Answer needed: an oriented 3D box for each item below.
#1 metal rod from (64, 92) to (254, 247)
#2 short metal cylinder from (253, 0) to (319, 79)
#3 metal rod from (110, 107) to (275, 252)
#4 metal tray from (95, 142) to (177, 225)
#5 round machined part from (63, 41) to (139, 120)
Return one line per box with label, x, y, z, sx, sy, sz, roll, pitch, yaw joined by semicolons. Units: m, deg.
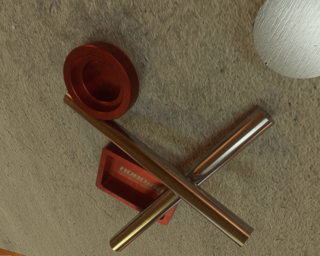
metal rod;-0.017;0.038;0.394;0.300;0.025;0.025;36;130;21
short metal cylinder;0.127;-0.089;0.269;0.080;0.050;0.079;13;124;21
metal rod;0.025;0.082;0.406;0.025;0.025;0.299;43;117;-2
metal tray;-0.030;0.082;0.469;0.130;0.030;0.089;27;128;11
round machined part;-0.070;-0.062;0.394;0.098;0.042;0.097;13;124;21
